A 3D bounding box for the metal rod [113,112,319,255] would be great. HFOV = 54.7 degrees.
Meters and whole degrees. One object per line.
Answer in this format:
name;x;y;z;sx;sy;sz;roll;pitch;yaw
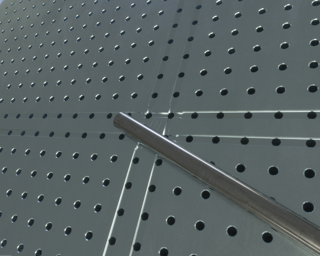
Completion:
metal rod;0.048;0.048;0.352;0.300;0.025;0.025;30;78;37
